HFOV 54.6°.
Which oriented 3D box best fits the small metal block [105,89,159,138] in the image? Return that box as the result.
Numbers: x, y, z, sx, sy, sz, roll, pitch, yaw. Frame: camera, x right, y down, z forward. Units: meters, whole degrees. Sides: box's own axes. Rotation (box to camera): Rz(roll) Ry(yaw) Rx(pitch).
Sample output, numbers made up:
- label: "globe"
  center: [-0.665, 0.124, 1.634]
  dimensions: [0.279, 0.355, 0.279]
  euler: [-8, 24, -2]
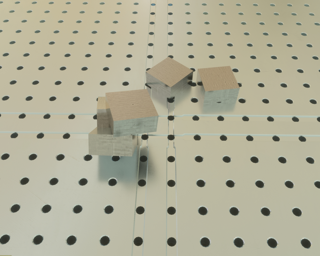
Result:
- label: "small metal block"
  center: [-0.034, -0.018, 0.361]
  dimensions: [0.050, 0.025, 0.050]
  euler: [-8, 45, -17]

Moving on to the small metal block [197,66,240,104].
- label: "small metal block"
  center: [0.085, -0.065, 0.463]
  dimensions: [0.050, 0.025, 0.050]
  euler: [-6, 50, -5]

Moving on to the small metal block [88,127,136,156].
- label: "small metal block"
  center: [-0.056, 0.015, 0.379]
  dimensions: [0.050, 0.025, 0.050]
  euler: [2, 12, 1]

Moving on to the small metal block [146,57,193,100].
- label: "small metal block"
  center: [0.014, -0.077, 0.473]
  dimensions: [0.050, 0.025, 0.050]
  euler: [36, 58, 26]

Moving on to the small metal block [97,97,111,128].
- label: "small metal block"
  center: [-0.057, -0.022, 0.409]
  dimensions: [0.050, 0.025, 0.050]
  euler: [0, 23, -9]
